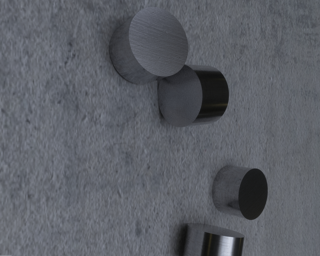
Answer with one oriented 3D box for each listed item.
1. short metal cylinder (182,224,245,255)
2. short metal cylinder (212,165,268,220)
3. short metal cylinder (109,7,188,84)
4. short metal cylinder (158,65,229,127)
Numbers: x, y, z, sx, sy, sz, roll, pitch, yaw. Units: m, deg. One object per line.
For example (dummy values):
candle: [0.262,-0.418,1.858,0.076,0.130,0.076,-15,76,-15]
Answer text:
short metal cylinder: [0.074,0.168,0.434,0.081,0.080,0.050,17,79,-39]
short metal cylinder: [0.130,0.103,0.501,0.081,0.050,0.079,0,90,-40]
short metal cylinder: [-0.013,-0.097,0.372,0.081,0.050,0.080,3,85,-33]
short metal cylinder: [0.042,-0.043,0.407,0.050,0.080,0.079,-6,94,-41]
